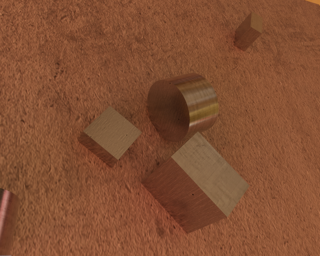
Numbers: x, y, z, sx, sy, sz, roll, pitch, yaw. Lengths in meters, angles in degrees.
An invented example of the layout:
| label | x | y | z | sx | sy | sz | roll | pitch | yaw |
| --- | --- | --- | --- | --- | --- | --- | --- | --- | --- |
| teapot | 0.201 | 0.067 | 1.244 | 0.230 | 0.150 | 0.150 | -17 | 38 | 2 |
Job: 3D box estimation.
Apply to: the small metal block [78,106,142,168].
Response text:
| label | x | y | z | sx | sy | sz | roll | pitch | yaw |
| --- | --- | --- | --- | --- | --- | --- | --- | --- | --- |
| small metal block | -0.058 | 0.010 | 0.366 | 0.050 | 0.025 | 0.050 | 40 | 51 | -1 |

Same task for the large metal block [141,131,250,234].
| label | x | y | z | sx | sy | sz | roll | pitch | yaw |
| --- | --- | --- | --- | --- | --- | --- | --- | --- | --- |
| large metal block | 0.037 | 0.064 | 0.349 | 0.080 | 0.080 | 0.050 | 47 | 51 | 4 |

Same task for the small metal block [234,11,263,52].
| label | x | y | z | sx | sy | sz | roll | pitch | yaw |
| --- | --- | --- | --- | --- | --- | --- | --- | --- | --- |
| small metal block | 0.168 | -0.184 | 0.590 | 0.025 | 0.050 | 0.050 | 26 | 53 | -13 |

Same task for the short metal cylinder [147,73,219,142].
| label | x | y | z | sx | sy | sz | roll | pitch | yaw |
| --- | --- | --- | --- | --- | --- | --- | --- | --- | --- |
| short metal cylinder | 0.028 | -0.027 | 0.400 | 0.050 | 0.080 | 0.080 | -20 | 72 | -35 |

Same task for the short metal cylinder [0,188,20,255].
| label | x | y | z | sx | sy | sz | roll | pitch | yaw |
| --- | --- | --- | --- | --- | --- | --- | --- | --- | --- |
| short metal cylinder | -0.156 | 0.078 | 0.237 | 0.081 | 0.080 | 0.050 | 11 | 57 | -22 |
